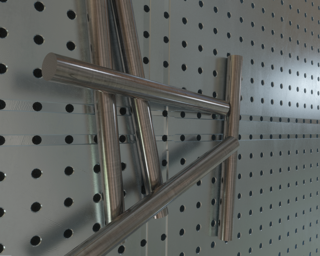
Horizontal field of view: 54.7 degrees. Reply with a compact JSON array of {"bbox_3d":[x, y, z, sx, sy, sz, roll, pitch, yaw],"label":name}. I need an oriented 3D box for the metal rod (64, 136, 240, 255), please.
[{"bbox_3d":[0.005,0.083,0.381,0.302,0.025,0.025,-30,109,-37],"label":"metal rod"}]

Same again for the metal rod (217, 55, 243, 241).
[{"bbox_3d":[0.115,0.030,0.508,0.025,0.025,0.298,6,86,-40],"label":"metal rod"}]

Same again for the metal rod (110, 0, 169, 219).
[{"bbox_3d":[-0.026,-0.031,0.389,0.025,0.025,0.298,-16,101,-39],"label":"metal rod"}]

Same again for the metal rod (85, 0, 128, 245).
[{"bbox_3d":[-0.062,-0.014,0.358,0.025,0.025,0.298,-8,95,-40],"label":"metal rod"}]

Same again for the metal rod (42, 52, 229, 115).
[{"bbox_3d":[0.002,-0.043,0.382,0.302,0.025,0.025,6,86,-49],"label":"metal rod"}]
